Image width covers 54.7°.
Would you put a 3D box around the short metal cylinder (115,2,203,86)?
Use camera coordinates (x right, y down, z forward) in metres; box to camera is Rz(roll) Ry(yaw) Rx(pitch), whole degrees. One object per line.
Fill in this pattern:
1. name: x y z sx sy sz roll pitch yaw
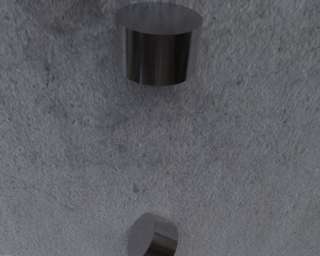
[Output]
1. short metal cylinder: -0.002 -0.083 0.300 0.081 0.080 0.050 2 130 -2

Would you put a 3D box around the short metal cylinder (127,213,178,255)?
1. short metal cylinder: -0.013 0.196 0.538 0.050 0.080 0.080 31 124 -24
